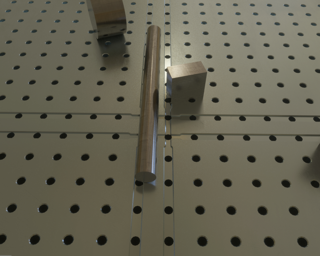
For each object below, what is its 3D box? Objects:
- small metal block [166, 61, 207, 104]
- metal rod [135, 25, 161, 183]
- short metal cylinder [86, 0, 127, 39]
[{"bbox_3d":[0.037,-0.065,0.447,0.050,0.050,0.025,-12,51,-10],"label":"small metal block"},{"bbox_3d":[-0.014,-0.058,0.455,0.025,0.025,0.300,1,50,0],"label":"metal rod"},{"bbox_3d":[-0.094,-0.200,0.539,0.050,0.080,0.080,-16,52,-13],"label":"short metal cylinder"}]
